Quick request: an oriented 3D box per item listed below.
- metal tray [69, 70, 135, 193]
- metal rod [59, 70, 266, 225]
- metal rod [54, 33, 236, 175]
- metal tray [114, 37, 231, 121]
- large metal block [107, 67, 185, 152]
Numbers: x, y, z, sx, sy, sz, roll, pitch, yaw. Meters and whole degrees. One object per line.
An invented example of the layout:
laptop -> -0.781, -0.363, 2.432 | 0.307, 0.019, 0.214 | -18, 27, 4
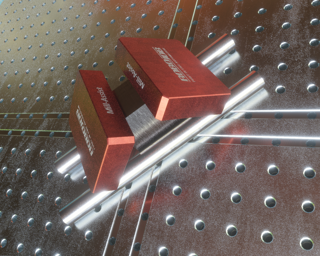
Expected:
metal tray -> -0.077, 0.001, 0.377 | 0.130, 0.030, 0.089 | 60, 140, 38
metal rod -> 0.000, 0.027, 0.391 | 0.300, 0.025, 0.025 | -36, 51, 4
metal rod -> -0.023, -0.032, 0.438 | 0.300, 0.025, 0.025 | -37, 51, 3
metal tray -> 0.011, -0.064, 0.370 | 0.091, 0.030, 0.130 | -7, 44, -30
large metal block -> -0.016, -0.021, 0.392 | 0.080, 0.080, 0.050 | -36, 51, 4
